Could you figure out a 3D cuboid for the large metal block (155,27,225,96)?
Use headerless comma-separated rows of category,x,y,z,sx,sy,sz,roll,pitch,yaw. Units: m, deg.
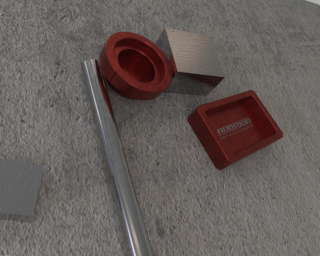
large metal block,0.041,-0.098,0.470,0.081,0.050,0.080,1,61,-28

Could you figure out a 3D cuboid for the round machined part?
round machined part,-0.035,-0.078,0.416,0.099,0.042,0.098,19,51,-25

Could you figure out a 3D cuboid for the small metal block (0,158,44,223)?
small metal block,-0.142,0.058,0.292,0.050,0.025,0.050,14,56,-21

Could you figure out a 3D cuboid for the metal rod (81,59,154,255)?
metal rod,-0.046,0.050,0.348,0.025,0.025,0.299,-5,64,-30

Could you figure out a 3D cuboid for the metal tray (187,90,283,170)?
metal tray,0.115,-0.002,0.462,0.131,0.030,0.090,-19,72,-35
